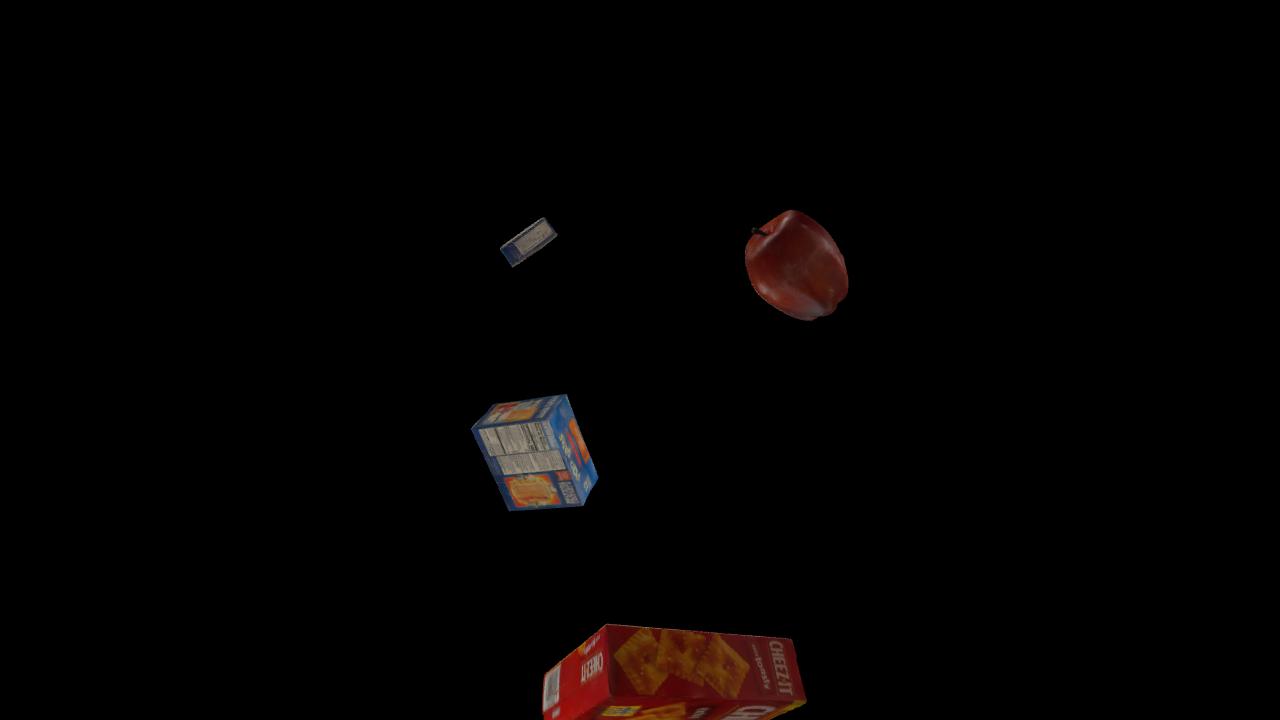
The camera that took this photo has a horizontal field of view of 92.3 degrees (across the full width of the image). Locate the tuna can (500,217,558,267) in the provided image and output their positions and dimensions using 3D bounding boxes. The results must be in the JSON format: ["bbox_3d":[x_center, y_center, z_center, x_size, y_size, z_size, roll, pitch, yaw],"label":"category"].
[{"bbox_3d":[-0.166,-0.175,0.911,0.084,0.034,0.084,-32,17,11],"label":"tuna can"}]

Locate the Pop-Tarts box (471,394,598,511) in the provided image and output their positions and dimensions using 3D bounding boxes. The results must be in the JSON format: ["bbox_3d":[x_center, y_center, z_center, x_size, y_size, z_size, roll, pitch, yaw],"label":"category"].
[{"bbox_3d":[-0.166,0.151,0.993,0.141,0.167,0.083,-9,25,21],"label":"Pop-Tarts box"}]

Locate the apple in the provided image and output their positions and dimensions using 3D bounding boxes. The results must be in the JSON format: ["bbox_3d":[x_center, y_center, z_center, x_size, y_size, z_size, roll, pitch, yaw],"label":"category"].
[{"bbox_3d":[0.128,-0.078,0.509,0.093,0.079,0.079,44,-8,-8],"label":"apple"}]

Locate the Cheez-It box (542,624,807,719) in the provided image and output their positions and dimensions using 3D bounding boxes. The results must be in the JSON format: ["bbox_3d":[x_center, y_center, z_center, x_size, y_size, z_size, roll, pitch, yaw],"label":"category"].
[{"bbox_3d":[0.031,0.341,0.637,0.223,0.071,0.166,16,-47,-23],"label":"Cheez-It box"}]
